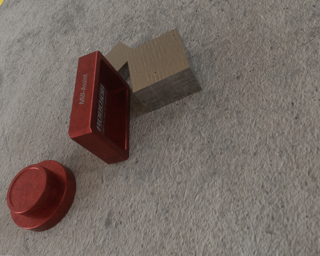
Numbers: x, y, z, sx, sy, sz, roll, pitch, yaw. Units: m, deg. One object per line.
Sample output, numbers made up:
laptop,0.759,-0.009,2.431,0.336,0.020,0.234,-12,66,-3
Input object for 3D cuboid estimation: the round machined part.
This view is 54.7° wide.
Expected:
round machined part,-0.169,0.089,0.427,0.098,0.042,0.098,-13,56,21

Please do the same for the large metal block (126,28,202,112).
large metal block,0.004,-0.081,0.435,0.080,0.050,0.080,-23,53,14

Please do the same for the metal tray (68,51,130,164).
metal tray,-0.076,-0.027,0.418,0.030,0.090,0.130,-16,55,20

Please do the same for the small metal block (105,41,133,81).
small metal block,-0.063,-0.107,0.503,0.050,0.025,0.050,-47,51,-5
